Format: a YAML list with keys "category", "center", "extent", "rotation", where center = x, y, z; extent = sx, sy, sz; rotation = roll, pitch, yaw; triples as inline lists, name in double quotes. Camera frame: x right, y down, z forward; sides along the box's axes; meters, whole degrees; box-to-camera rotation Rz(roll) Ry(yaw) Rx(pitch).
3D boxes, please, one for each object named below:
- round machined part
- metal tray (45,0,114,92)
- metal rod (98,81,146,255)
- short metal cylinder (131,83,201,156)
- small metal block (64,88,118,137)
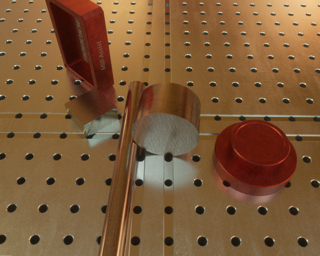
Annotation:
- category: "round machined part"
  center: [0.116, 0.028, 0.375]
  extent: [0.099, 0.042, 0.098]
  rotation: [0, 50, 0]
- category: "metal tray"
  center: [-0.112, -0.122, 0.440]
  extent: [0.090, 0.129, 0.030]
  rotation: [37, 59, 27]
- category: "metal rod"
  center: [-0.042, 0.054, 0.361]
  extent: [0.025, 0.025, 0.300]
  rotation: [3, 50, 2]
- category: "short metal cylinder"
  center: [0.009, -0.009, 0.380]
  extent: [0.080, 0.080, 0.050]
  rotation: [5, 50, 4]
- category: "small metal block"
  center: [-0.094, -0.022, 0.425]
  extent: [0.050, 0.025, 0.050]
  rotation: [-33, 58, -25]
